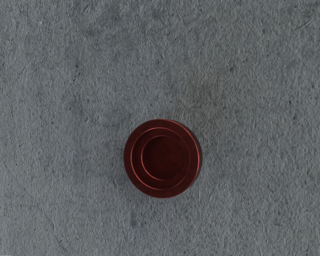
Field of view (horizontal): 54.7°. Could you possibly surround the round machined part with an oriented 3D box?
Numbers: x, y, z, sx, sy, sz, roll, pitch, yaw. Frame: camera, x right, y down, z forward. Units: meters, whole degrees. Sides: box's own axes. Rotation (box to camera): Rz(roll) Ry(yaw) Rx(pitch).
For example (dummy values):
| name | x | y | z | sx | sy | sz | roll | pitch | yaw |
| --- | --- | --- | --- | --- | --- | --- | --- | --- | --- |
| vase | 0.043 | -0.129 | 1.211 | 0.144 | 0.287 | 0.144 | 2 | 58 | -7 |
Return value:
| name | x | y | z | sx | sy | sz | roll | pitch | yaw |
| --- | --- | --- | --- | --- | --- | --- | --- | --- | --- |
| round machined part | 0.006 | 0.037 | 0.398 | 0.098 | 0.042 | 0.097 | 0 | 90 | 19 |
